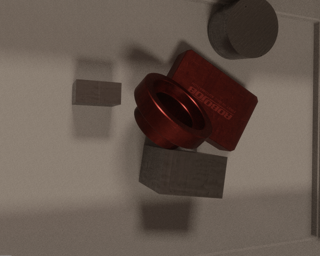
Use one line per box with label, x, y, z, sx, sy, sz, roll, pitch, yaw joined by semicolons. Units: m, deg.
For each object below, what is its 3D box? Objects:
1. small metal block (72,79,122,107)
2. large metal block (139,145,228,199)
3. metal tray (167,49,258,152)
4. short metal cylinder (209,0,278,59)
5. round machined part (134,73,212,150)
small metal block;-0.077;-0.040;0.369;0.050;0.050;0.025;2;90;-20
large metal block;0.026;0.053;0.392;0.081;0.080;0.050;9;87;-20
metal tray;0.065;-0.036;0.433;0.131;0.030;0.090;31;80;-18
short metal cylinder;0.116;-0.138;0.435;0.081;0.050;0.079;-3;100;-19
round machined part;0.010;-0.014;0.355;0.098;0.098;0.042;35;119;-17
